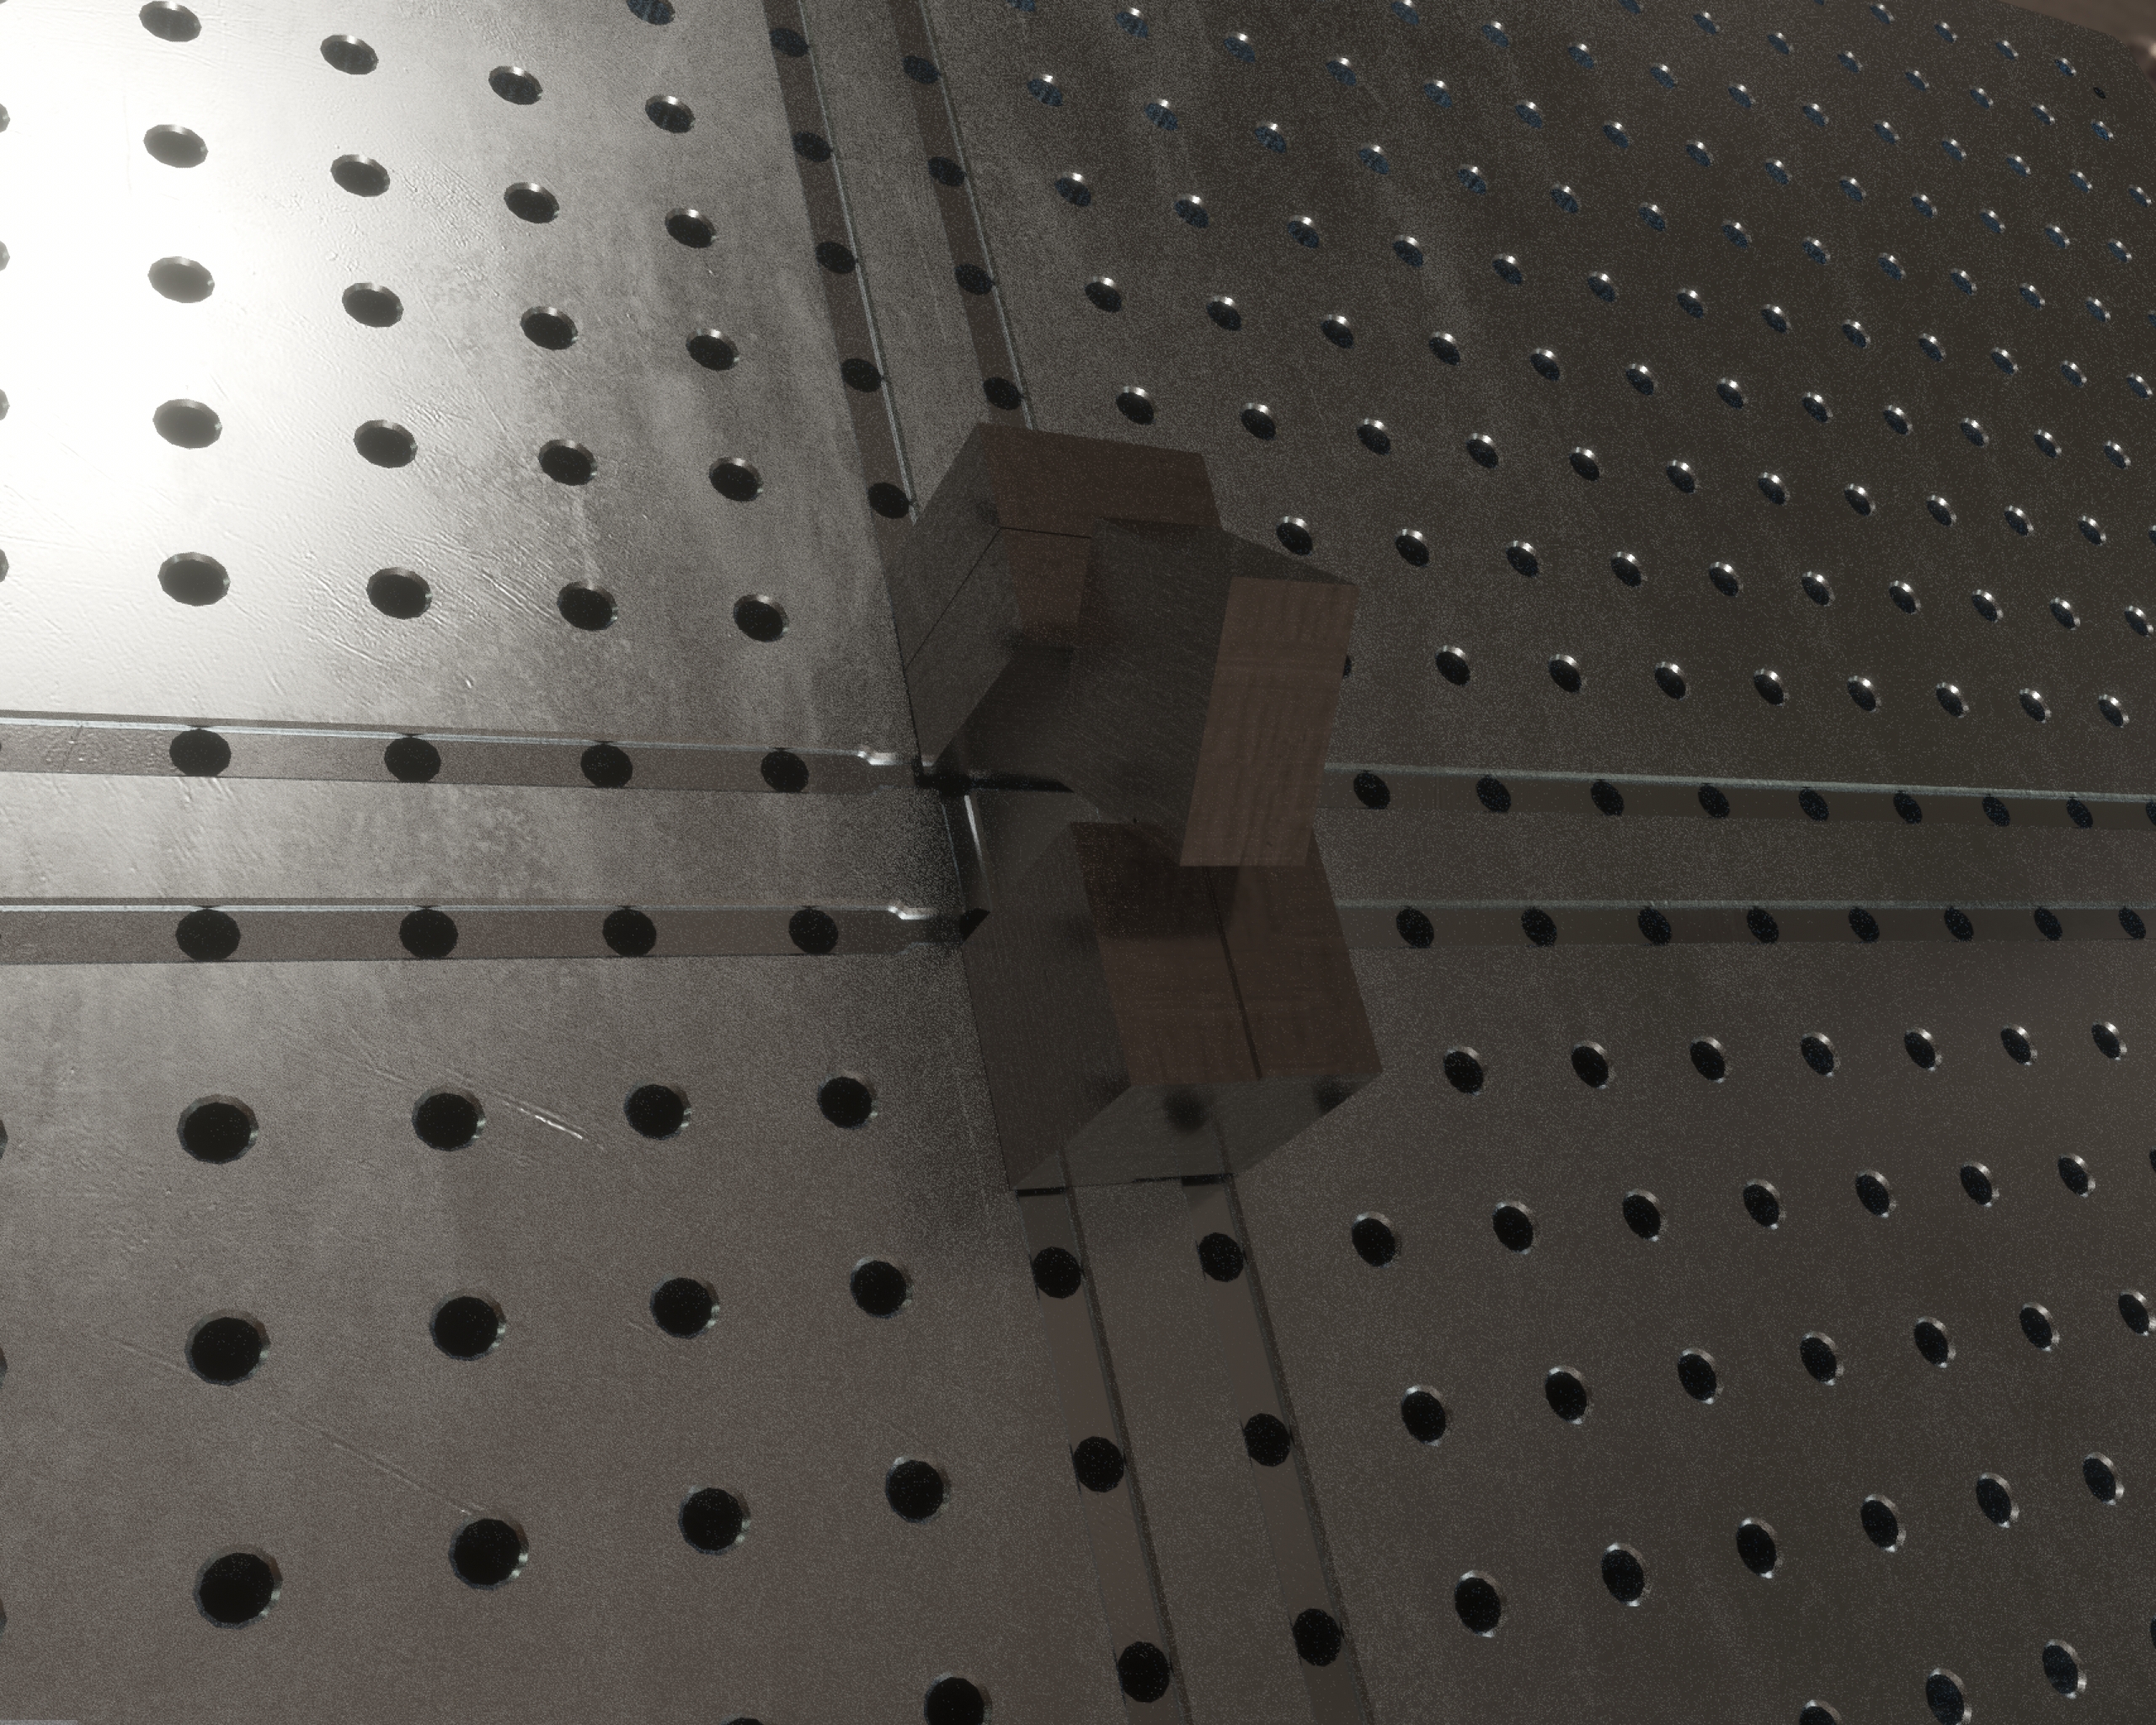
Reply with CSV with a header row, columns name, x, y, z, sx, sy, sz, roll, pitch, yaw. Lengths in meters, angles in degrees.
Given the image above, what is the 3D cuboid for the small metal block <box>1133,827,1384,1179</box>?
name,x,y,z,sx,sy,sz,roll,pitch,yaw
small metal block,0.027,0.026,0.391,0.025,0.050,0.050,1,61,-28

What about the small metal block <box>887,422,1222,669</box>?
name,x,y,z,sx,sy,sz,roll,pitch,yaw
small metal block,-0.005,-0.062,0.428,0.050,0.050,0.025,2,61,-28

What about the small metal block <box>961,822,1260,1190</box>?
name,x,y,z,sx,sy,sz,roll,pitch,yaw
small metal block,0.004,0.027,0.379,0.025,0.050,0.050,1,61,-28

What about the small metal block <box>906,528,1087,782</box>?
name,x,y,z,sx,sy,sz,roll,pitch,yaw
small metal block,0.000,-0.039,0.417,0.050,0.050,0.025,2,61,-28

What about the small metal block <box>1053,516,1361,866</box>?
name,x,y,z,sx,sy,sz,roll,pitch,yaw
small metal block,0.021,-0.031,0.371,0.025,0.050,0.050,0,19,-28
